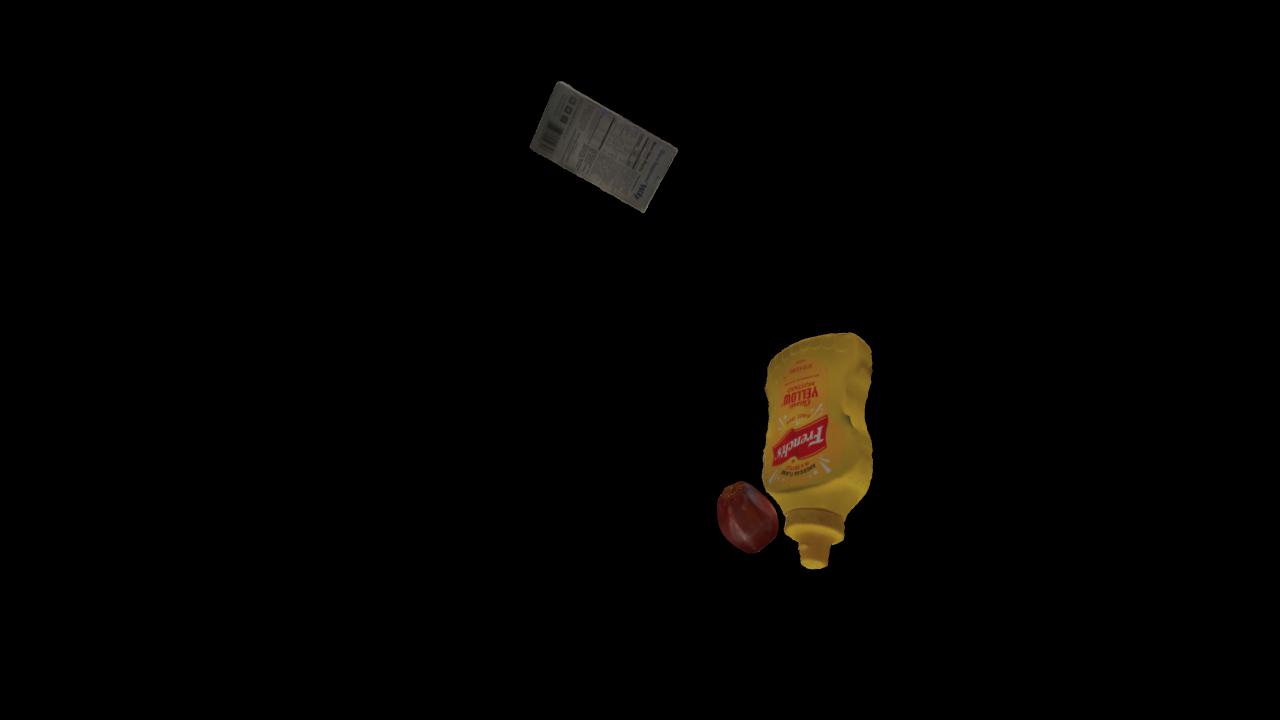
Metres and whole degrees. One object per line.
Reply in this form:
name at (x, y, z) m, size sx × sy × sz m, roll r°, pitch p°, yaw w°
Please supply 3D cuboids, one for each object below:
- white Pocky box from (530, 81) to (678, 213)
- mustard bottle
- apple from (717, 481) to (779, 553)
white Pocky box at (-0.042, -0.245, 0.712) m, size 0.154 × 0.084 × 0.028 m, roll 28°, pitch 24°, yaw -7°
mustard bottle at (0.138, 0.070, 0.482) m, size 0.092 × 0.184 × 0.054 m, roll -18°, pitch -42°, yaw 39°
apple at (0.143, 0.211, 0.824) m, size 0.079 × 0.093 × 0.079 m, roll -31°, pitch 12°, yaw 8°
